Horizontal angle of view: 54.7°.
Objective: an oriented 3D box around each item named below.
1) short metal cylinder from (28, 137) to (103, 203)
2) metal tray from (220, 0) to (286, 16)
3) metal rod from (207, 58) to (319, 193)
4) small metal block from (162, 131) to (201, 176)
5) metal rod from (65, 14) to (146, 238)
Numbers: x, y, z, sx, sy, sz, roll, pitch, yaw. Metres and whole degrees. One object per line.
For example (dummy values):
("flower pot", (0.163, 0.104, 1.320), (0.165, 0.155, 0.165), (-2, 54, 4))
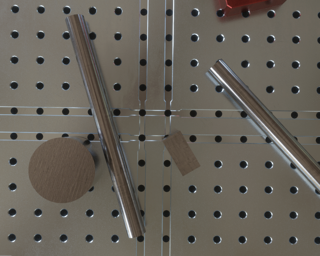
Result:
("short metal cylinder", (-0.119, 0.051, 0.399), (0.081, 0.050, 0.079), (0, 90, -1))
("metal tray", (0.116, -0.226, 0.412), (0.091, 0.030, 0.129), (-13, 90, -1))
("metal rod", (0.175, 0.026, 0.415), (0.025, 0.025, 0.300), (-43, 91, 0))
("small metal block", (0.026, 0.031, 0.401), (0.025, 0.050, 0.050), (-30, 90, 0))
("metal rod", (-0.072, -0.002, 0.412), (0.025, 0.025, 0.298), (-16, 90, 0))
